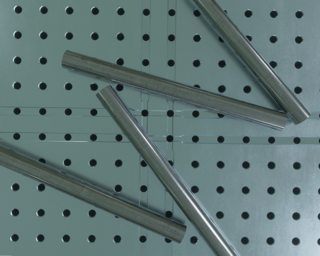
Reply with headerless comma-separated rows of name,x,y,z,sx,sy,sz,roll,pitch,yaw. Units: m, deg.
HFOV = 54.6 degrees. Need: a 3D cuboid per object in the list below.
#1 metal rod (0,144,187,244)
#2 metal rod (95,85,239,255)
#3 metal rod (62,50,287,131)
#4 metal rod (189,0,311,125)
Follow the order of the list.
metal rod,-0.107,0.081,0.412,0.301,0.025,0.025,24,90,0
metal rod,0.015,0.070,0.413,0.025,0.025,0.300,-37,90,0
metal rod,0.019,-0.050,0.413,0.301,0.025,0.025,16,90,0
metal rod,0.093,-0.126,0.413,0.025,0.025,0.300,-40,90,0
